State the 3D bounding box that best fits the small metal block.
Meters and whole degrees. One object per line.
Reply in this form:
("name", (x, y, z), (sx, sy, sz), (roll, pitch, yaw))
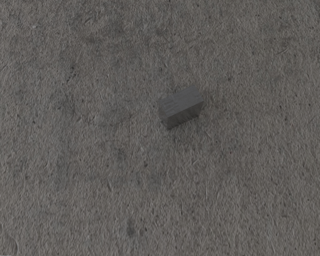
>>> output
("small metal block", (0.026, -0.025, 0.404), (0.050, 0.050, 0.025), (-25, 72, -9))
